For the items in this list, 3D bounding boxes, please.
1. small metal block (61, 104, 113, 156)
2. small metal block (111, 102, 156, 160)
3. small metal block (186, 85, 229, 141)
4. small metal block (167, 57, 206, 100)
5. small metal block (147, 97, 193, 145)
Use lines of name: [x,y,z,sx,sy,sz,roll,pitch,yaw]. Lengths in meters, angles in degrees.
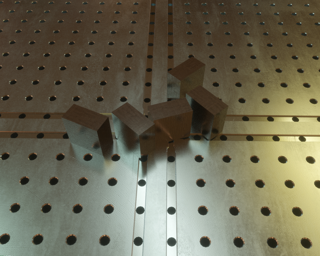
small metal block: [-0.090,0.003,0.389,0.050,0.050,0.025,20,53,16]
small metal block: [-0.032,0.004,0.388,0.025,0.050,0.050,-37,59,-27]
small metal block: [0.059,-0.020,0.409,0.025,0.050,0.050,-33,57,-24]
small metal block: [0.037,-0.067,0.448,0.050,0.050,0.025,-36,59,-26]
small metal block: [0.012,-0.008,0.399,0.050,0.050,0.025,-14,52,-12]
